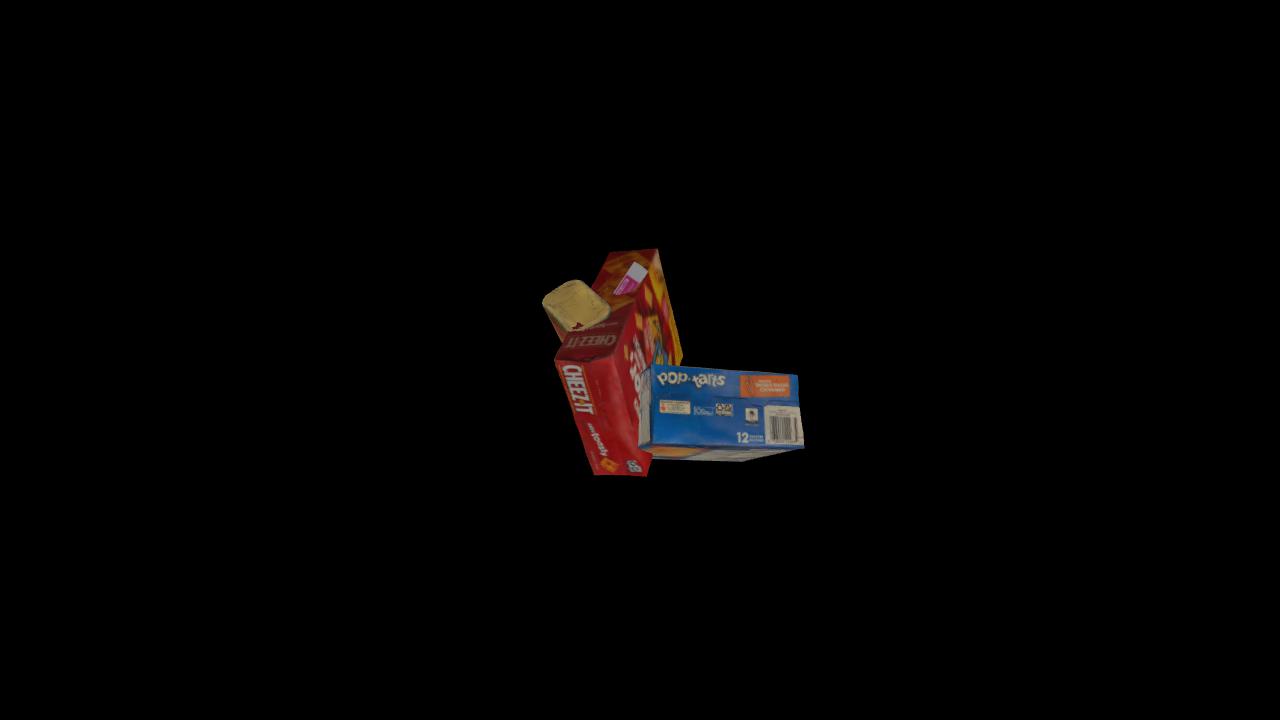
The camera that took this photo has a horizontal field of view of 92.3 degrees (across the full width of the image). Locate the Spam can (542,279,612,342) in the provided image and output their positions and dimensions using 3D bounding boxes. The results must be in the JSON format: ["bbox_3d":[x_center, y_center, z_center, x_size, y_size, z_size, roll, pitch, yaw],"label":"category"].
[{"bbox_3d":[-0.056,-0.029,0.673,0.058,0.085,0.101,-33,41,-13],"label":"Spam can"}]

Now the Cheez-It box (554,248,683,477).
[{"bbox_3d":[-0.014,-0.003,0.700,0.071,0.166,0.223,-3,37,18],"label":"Cheez-It box"}]

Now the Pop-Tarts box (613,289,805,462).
[{"bbox_3d":[0.070,0.064,0.680,0.167,0.083,0.141,5,-16,-16],"label":"Pop-Tarts box"}]

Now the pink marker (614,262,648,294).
[{"bbox_3d":[-0.033,-0.052,0.666,0.020,0.121,0.020,34,13,-9],"label":"pink marker"}]
